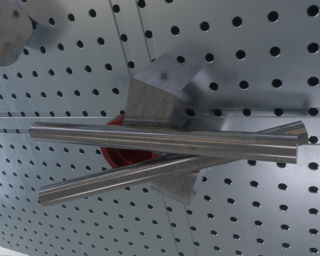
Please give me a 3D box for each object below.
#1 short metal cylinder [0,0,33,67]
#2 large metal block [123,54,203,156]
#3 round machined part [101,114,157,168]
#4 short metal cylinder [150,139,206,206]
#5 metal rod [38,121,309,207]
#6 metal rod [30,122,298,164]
[{"bbox_3d":[-0.219,-0.129,0.412,0.080,0.080,0.050,47,129,-5],"label":"short metal cylinder"},{"bbox_3d":[0.002,-0.029,0.356,0.050,0.080,0.079,24,127,13],"label":"large metal block"},{"bbox_3d":[-0.031,0.023,0.431,0.098,0.042,0.097,13,124,21],"label":"round machined part"},{"bbox_3d":[0.029,0.051,0.392,0.050,0.080,0.079,21,126,15],"label":"short metal cylinder"},{"bbox_3d":[0.005,0.043,0.344,0.301,0.025,0.025,-15,112,11],"label":"metal rod"},{"bbox_3d":[-0.020,0.011,0.324,0.300,0.025,0.025,3,120,27],"label":"metal rod"}]
